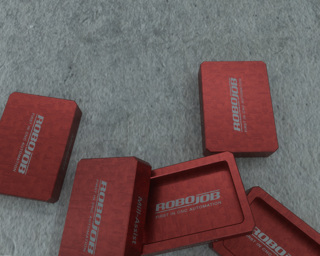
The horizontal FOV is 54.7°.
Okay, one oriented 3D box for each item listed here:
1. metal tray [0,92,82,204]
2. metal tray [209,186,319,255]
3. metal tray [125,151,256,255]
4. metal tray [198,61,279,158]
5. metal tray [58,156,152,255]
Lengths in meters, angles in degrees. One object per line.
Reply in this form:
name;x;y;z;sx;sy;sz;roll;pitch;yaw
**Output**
metal tray;-0.161;0.023;0.395;0.091;0.030;0.130;9;70;3
metal tray;0.133;0.142;0.355;0.130;0.030;0.090;39;74;12
metal tray;0.031;0.086;0.352;0.131;0.030;0.090;-15;61;7
metal tray;0.101;-0.026;0.416;0.091;0.030;0.130;-1;70;-1
metal tray;-0.062;0.099;0.345;0.090;0.030;0.130;-6;66;31
